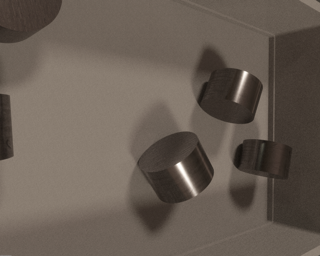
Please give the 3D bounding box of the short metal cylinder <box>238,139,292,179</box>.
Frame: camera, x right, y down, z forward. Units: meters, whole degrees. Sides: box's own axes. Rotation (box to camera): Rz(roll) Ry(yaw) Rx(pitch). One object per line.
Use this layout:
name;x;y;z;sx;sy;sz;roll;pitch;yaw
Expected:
short metal cylinder;0.177;0.053;0.523;0.080;0.080;0.050;22;77;-38

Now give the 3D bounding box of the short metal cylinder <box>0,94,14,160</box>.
short metal cylinder;-0.159;0.001;0.238;0.081;0.080;0.050;-5;93;-40

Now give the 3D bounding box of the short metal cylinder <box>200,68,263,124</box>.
short metal cylinder;0.107;-0.046;0.463;0.080;0.080;0.050;33;69;-36

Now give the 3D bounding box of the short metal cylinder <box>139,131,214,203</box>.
short metal cylinder;0.021;0.048;0.390;0.080;0.080;0.050;-43;117;-32

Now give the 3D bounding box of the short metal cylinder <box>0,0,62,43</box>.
short metal cylinder;-0.136;-0.121;0.277;0.081;0.050;0.079;0;90;-40
